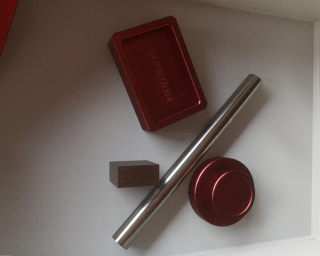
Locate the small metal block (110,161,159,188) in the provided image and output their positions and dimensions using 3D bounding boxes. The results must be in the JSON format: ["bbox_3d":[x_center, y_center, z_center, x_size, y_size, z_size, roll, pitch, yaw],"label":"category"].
[{"bbox_3d":[-0.033,0.056,0.386,0.050,0.050,0.025,0,90,-20],"label":"small metal block"}]

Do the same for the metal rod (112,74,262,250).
[{"bbox_3d":[0.046,0.037,0.428,0.025,0.025,0.300,45,76,-15],"label":"metal rod"}]

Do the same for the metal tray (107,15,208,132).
[{"bbox_3d":[-0.002,-0.070,0.408,0.091,0.030,0.129,-24,98,-19],"label":"metal tray"}]

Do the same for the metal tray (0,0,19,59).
[{"bbox_3d":[-0.188,-0.120,0.288,0.091,0.030,0.129,8,122,-43],"label":"metal tray"}]

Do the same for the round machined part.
[{"bbox_3d":[0.094,0.091,0.438,0.099,0.042,0.097,0,90,-21],"label":"round machined part"}]
